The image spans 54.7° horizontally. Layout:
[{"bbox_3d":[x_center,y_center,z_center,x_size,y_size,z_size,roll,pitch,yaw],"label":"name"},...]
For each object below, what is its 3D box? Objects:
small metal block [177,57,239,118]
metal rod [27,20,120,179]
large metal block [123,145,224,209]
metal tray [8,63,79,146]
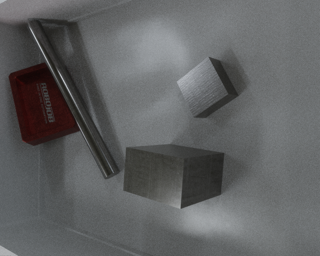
[{"bbox_3d":[0.054,-0.046,0.361,0.050,0.025,0.050,-36,68,34],"label":"small metal block"},{"bbox_3d":[-0.145,-0.054,0.501,0.025,0.025,0.299,-40,73,32],"label":"metal rod"},{"bbox_3d":[0.017,0.050,0.356,0.080,0.081,0.050,7,95,39],"label":"large metal block"},{"bbox_3d":[-0.197,-0.045,0.530,0.090,0.030,0.129,-18,75,-2],"label":"metal tray"}]
